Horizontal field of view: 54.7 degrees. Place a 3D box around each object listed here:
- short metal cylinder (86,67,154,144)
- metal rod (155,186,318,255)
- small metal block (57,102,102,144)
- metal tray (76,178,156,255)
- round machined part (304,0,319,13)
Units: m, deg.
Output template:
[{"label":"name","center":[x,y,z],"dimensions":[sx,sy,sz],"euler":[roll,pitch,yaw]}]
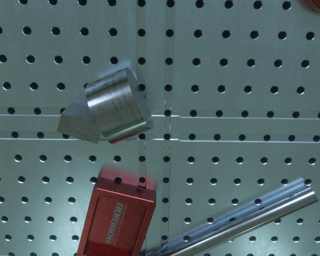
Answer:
[{"label":"short metal cylinder","center":[-0.047,-0.026,0.374],"dimensions":[0.050,0.080,0.080],"euler":[-22,109,7]},{"label":"metal rod","center":[0.093,0.165,0.475],"dimensions":[0.301,0.025,0.025],"euler":[-28,108,9]},{"label":"small metal block","center":[-0.097,-0.007,0.396],"dimensions":[0.050,0.050,0.025],"euler":[18,109,-7]},{"label":"metal tray","center":[-0.066,0.146,0.463],"dimensions":[0.091,0.030,0.129],"euler":[15,109,-6]},{"label":"round machined part","center":[0.211,-0.176,0.343],"dimensions":[0.099,0.042,0.097],"euler":[0,110,-1]}]
